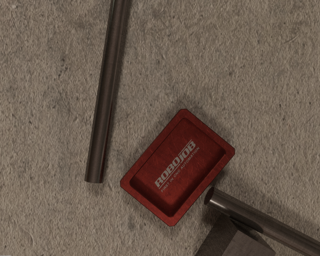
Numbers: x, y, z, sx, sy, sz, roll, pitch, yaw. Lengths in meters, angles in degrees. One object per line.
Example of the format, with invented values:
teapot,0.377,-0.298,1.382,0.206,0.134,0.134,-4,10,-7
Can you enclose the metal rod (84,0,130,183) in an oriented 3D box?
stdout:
metal rod,-0.065,-0.077,0.409,0.025,0.025,0.298,8,90,-1

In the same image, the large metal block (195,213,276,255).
large metal block,0.087,0.160,0.384,0.050,0.080,0.080,32,90,-1

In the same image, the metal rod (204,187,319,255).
metal rod,0.194,0.155,0.402,0.301,0.025,0.025,28,90,-5

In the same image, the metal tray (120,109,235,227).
metal tray,0.022,0.050,0.407,0.090,0.030,0.130,40,90,-1
